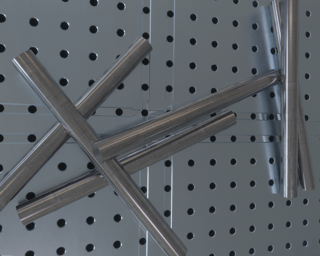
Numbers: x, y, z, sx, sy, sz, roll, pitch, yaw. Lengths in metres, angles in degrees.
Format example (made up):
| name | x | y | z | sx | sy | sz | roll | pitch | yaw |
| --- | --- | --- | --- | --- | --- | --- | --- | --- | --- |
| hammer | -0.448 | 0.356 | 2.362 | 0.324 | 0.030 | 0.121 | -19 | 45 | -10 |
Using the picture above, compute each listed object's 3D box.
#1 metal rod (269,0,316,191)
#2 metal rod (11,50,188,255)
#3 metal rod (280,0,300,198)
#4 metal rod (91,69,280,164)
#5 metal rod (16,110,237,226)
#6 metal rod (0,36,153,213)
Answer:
| name | x | y | z | sx | sy | sz | roll | pitch | yaw |
| --- | --- | --- | --- | --- | --- | --- | --- | --- | --- |
| metal rod | 0.209 | -0.049 | 0.489 | 0.025 | 0.025 | 0.298 | -13 | 94 | -20 |
| metal rod | -0.062 | 0.042 | 0.362 | 0.025 | 0.025 | 0.300 | -40 | 103 | -16 |
| metal rod | 0.195 | -0.042 | 0.467 | 0.025 | 0.025 | 0.298 | -6 | 98 | -20 |
| metal rod | 0.054 | -0.026 | 0.404 | 0.302 | 0.025 | 0.025 | -24 | 98 | -29 |
| metal rod | -0.028 | 0.042 | 0.402 | 0.302 | 0.025 | 0.025 | -24 | 98 | -19 |
| metal rod | -0.114 | 0.001 | 0.370 | 0.025 | 0.025 | 0.300 | 44 | 76 | -15 |
